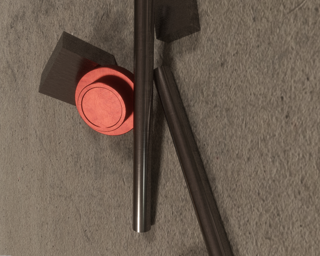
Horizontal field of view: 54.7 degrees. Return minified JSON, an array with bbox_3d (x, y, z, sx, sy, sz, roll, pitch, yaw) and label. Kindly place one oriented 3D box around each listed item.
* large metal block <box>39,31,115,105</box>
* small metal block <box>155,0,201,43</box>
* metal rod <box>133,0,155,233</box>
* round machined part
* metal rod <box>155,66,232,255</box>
[{"bbox_3d":[-0.122,-0.081,0.458,0.080,0.080,0.050,-50,35,28],"label":"large metal block"},{"bbox_3d":[0.020,-0.140,0.387,0.050,0.025,0.050,-11,83,39],"label":"small metal block"},{"bbox_3d":[-0.022,-0.010,0.398,0.025,0.025,0.298,9,103,39],"label":"metal rod"},{"bbox_3d":[-0.071,-0.033,0.421,0.098,0.042,0.097,5,113,12],"label":"round machined part"},{"bbox_3d":[0.044,0.064,0.367,0.025,0.025,0.299,-27,73,36],"label":"metal rod"}]
